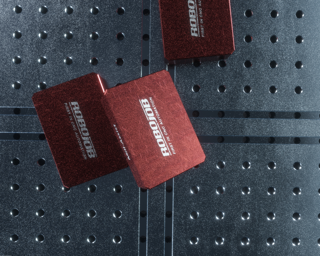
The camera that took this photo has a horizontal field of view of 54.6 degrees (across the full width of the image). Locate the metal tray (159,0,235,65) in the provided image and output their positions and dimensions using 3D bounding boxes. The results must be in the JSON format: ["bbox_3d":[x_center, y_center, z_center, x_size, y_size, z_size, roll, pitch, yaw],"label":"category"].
[{"bbox_3d":[0.045,-0.155,0.411,0.090,0.030,0.129,-6,90,0],"label":"metal tray"}]

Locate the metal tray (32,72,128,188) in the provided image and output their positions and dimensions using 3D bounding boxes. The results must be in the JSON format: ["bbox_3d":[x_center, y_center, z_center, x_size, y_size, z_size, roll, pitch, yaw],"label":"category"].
[{"bbox_3d":[-0.101,0.003,0.410,0.090,0.030,0.129,-20,90,0],"label":"metal tray"}]

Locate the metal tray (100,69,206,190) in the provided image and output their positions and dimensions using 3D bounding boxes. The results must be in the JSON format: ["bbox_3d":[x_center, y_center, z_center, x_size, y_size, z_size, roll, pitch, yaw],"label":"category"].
[{"bbox_3d":[-0.008,0.001,0.395,0.091,0.030,0.130,-24,90,-22],"label":"metal tray"}]
